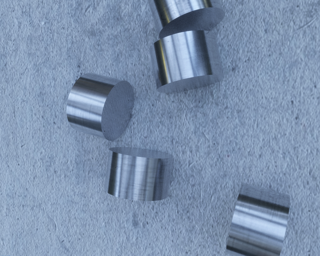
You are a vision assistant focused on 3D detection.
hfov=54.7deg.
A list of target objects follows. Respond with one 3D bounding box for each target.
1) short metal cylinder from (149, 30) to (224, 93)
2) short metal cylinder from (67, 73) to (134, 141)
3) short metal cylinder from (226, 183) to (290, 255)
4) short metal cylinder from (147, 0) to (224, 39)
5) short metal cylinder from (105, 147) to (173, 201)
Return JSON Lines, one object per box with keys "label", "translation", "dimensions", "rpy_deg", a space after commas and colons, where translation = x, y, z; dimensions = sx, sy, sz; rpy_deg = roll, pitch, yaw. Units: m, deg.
{"label": "short metal cylinder", "translation": [0.031, -0.076, 0.369], "dimensions": [0.080, 0.080, 0.050], "rpy_deg": [-12, 86, 19]}
{"label": "short metal cylinder", "translation": [-0.076, -0.028, 0.406], "dimensions": [0.050, 0.080, 0.080], "rpy_deg": [16, 95, 19]}
{"label": "short metal cylinder", "translation": [0.108, 0.106, 0.342], "dimensions": [0.050, 0.080, 0.080], "rpy_deg": [13, 94, 19]}
{"label": "short metal cylinder", "translation": [0.030, -0.144, 0.369], "dimensions": [0.080, 0.080, 0.050], "rpy_deg": [-19, 84, 19]}
{"label": "short metal cylinder", "translation": [-0.026, 0.055, 0.389], "dimensions": [0.080, 0.080, 0.050], "rpy_deg": [8, 93, 20]}
